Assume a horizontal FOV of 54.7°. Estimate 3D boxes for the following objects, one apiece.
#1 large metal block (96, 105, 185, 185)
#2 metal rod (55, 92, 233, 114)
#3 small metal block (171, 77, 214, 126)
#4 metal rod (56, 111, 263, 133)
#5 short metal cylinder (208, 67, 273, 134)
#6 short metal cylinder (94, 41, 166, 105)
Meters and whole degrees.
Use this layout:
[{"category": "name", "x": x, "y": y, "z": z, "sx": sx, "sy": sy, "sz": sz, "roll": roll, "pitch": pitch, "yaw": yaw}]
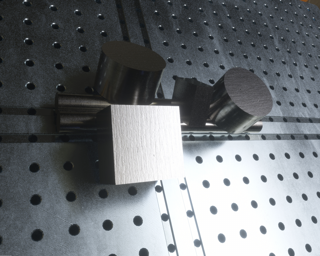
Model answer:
[{"category": "large metal block", "x": -0.023, "y": 0.019, "z": 0.346, "sx": 0.081, "sy": 0.050, "sz": 0.080, "roll": -1, "pitch": 82, "yaw": -29}, {"category": "metal rod", "x": 0.014, "y": -0.028, "z": 0.428, "sx": 0.303, "sy": 0.025, "sz": 0.025, "roll": 0, "pitch": 62, "yaw": -28}, {"category": "small metal block", "x": 0.039, "y": -0.034, "z": 0.393, "sx": 0.025, "sy": 0.050, "sz": 0.050, "roll": 1, "pitch": 19, "yaw": -28}, {"category": "metal rod", "x": 0.020, "y": -0.006, "z": 0.418, "sx": 0.303, "sy": 0.025, "sz": 0.025, "roll": 0, "pitch": 62, "yaw": -28}, {"category": "short metal cylinder", "x": 0.110, "y": -0.039, "z": 0.439, "sx": 0.081, "sy": 0.050, "sz": 0.080, "roll": 14, "pitch": 56, "yaw": -21}, {"category": "short metal cylinder", "x": -0.038, "y": -0.069, "z": 0.391, "sx": 0.081, "sy": 0.050, "sz": 0.080, "roll": 15, "pitch": 33, "yaw": -9}]
